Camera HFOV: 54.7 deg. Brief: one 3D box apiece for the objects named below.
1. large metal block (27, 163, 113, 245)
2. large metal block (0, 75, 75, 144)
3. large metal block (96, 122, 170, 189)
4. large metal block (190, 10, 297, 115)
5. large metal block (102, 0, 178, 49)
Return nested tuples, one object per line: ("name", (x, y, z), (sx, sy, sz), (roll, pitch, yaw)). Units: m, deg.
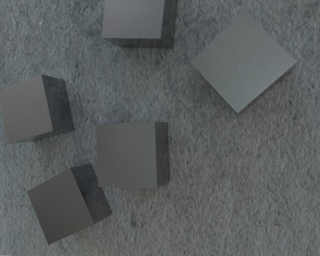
("large metal block", (-0.127, 0.106, 0.439), (0.080, 0.050, 0.080), (-28, 81, 17))
("large metal block", (-0.182, -0.026, 0.458), (0.080, 0.050, 0.080), (-15, 85, 19))
("large metal block", (-0.034, 0.034, 0.407), (0.080, 0.050, 0.079), (-2, 89, 19))
("large metal block", (0.097, -0.072, 0.361), (0.080, 0.050, 0.080), (-43, 77, 14))
("large metal block", (-0.024, -0.150, 0.403), (0.080, 0.050, 0.079), (7, 92, 19))
